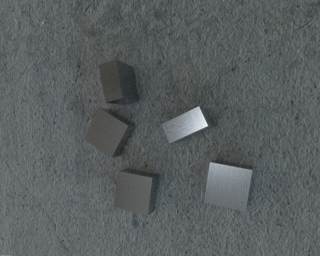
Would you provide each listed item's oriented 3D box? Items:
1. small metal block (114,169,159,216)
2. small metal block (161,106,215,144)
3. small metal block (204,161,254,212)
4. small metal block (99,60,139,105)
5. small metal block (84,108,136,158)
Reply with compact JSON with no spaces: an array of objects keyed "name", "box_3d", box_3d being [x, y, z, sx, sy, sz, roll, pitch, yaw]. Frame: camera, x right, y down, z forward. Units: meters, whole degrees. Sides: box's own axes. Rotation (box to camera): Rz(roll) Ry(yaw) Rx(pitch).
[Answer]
[{"name":"small metal block","box_3d":[-0.032,0.086,0.420,0.050,0.025,0.050,8,93,19]},{"name":"small metal block","box_3d":[0.037,-0.003,0.383,0.050,0.050,0.025,-26,82,18]},{"name":"small metal block","box_3d":[0.084,0.070,0.379,0.050,0.025,0.050,9,93,19]},{"name":"small metal block","box_3d":[-0.054,-0.059,0.415,0.025,0.050,0.050,-13,86,20]},{"name":"small metal block","box_3d":[-0.070,0.006,0.434,0.050,0.025,0.050,31,100,17]}]
